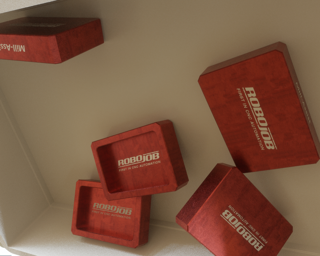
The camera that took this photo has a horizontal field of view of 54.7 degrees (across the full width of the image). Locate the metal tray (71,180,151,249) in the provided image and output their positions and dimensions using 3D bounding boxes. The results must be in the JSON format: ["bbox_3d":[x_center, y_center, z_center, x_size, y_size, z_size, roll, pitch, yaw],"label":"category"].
[{"bbox_3d":[-0.080,0.133,0.499,0.130,0.030,0.090,1,82,27],"label":"metal tray"}]

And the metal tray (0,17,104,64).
[{"bbox_3d":[-0.147,-0.110,0.376,0.130,0.090,0.030,9,122,23],"label":"metal tray"}]

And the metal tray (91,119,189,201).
[{"bbox_3d":[-0.032,0.048,0.431,0.130,0.030,0.090,-17,88,34],"label":"metal tray"}]

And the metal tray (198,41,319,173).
[{"bbox_3d":[0.109,-0.016,0.338,0.090,0.030,0.130,-15,111,34],"label":"metal tray"}]

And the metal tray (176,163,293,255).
[{"bbox_3d":[0.093,0.116,0.372,0.130,0.090,0.030,45,167,-19],"label":"metal tray"}]
